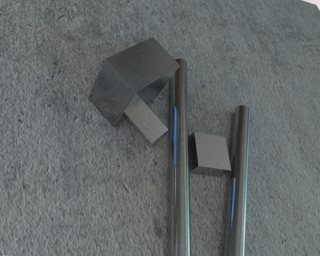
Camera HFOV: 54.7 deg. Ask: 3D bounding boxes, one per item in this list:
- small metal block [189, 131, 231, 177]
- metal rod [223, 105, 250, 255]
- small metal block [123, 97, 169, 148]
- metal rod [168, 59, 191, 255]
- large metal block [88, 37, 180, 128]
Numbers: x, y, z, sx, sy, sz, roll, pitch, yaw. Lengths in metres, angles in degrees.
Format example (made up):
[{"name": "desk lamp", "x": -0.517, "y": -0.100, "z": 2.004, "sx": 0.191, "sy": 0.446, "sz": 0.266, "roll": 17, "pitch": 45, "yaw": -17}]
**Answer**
[{"name": "small metal block", "x": 0.064, "y": 0.036, "z": 0.418, "sx": 0.050, "sy": 0.025, "sz": 0.050, "roll": 11, "pitch": 57, "yaw": -23}, {"name": "metal rod", "x": 0.101, "y": 0.090, "z": 0.405, "sx": 0.025, "sy": 0.025, "sz": 0.300, "roll": 25, "pitch": 53, "yaw": -14}, {"name": "small metal block", "x": -0.017, "y": -0.005, "z": 0.379, "sx": 0.025, "sy": 0.050, "sz": 0.050, "roll": -40, "pitch": 85, "yaw": -8}, {"name": "metal rod", "x": 0.025, "y": 0.027, "z": 0.402, "sx": 0.025, "sy": 0.025, "sz": 0.299, "roll": 15, "pitch": 55, "yaw": -20}, {"name": "large metal block", "x": -0.034, "y": -0.057, "z": 0.386, "sx": 0.050, "sy": 0.080, "sz": 0.080, "roll": 48, "pitch": 51, "yaw": 5}]
